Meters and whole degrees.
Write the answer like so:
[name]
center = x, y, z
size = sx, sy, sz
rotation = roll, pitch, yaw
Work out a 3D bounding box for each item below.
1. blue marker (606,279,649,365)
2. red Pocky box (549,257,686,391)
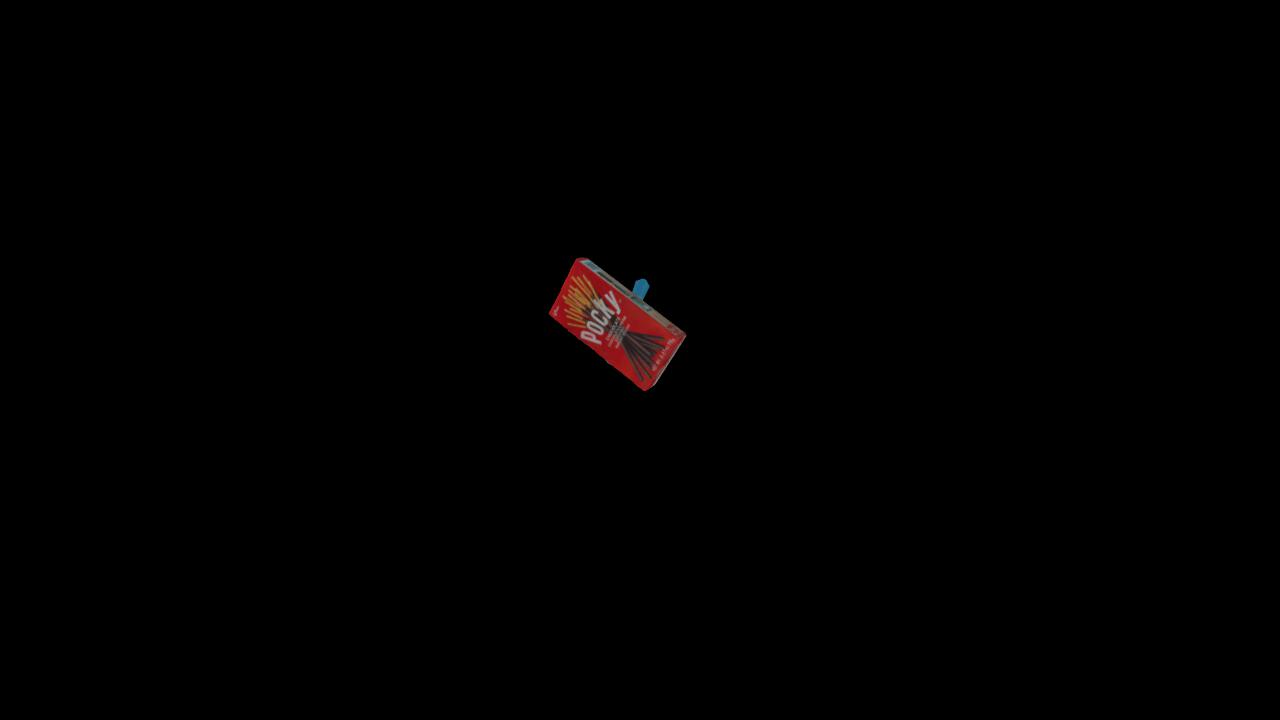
[blue marker]
center = -0.014, -0.049, 0.749
size = 0.020, 0.121, 0.020
rotation = 16, -25, 8
[red Pocky box]
center = -0.029, -0.042, 0.708
size = 0.155, 0.083, 0.028
rotation = 38, 30, 14
